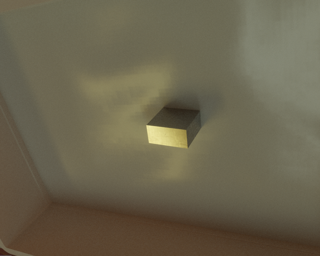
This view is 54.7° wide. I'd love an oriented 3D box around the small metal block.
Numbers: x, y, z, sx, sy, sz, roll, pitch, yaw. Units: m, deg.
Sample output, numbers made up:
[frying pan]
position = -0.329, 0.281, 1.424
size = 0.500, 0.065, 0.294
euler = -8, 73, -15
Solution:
[small metal block]
position = 0.018, -0.002, 0.381
size = 0.050, 0.050, 0.025
euler = 7, 122, 24
